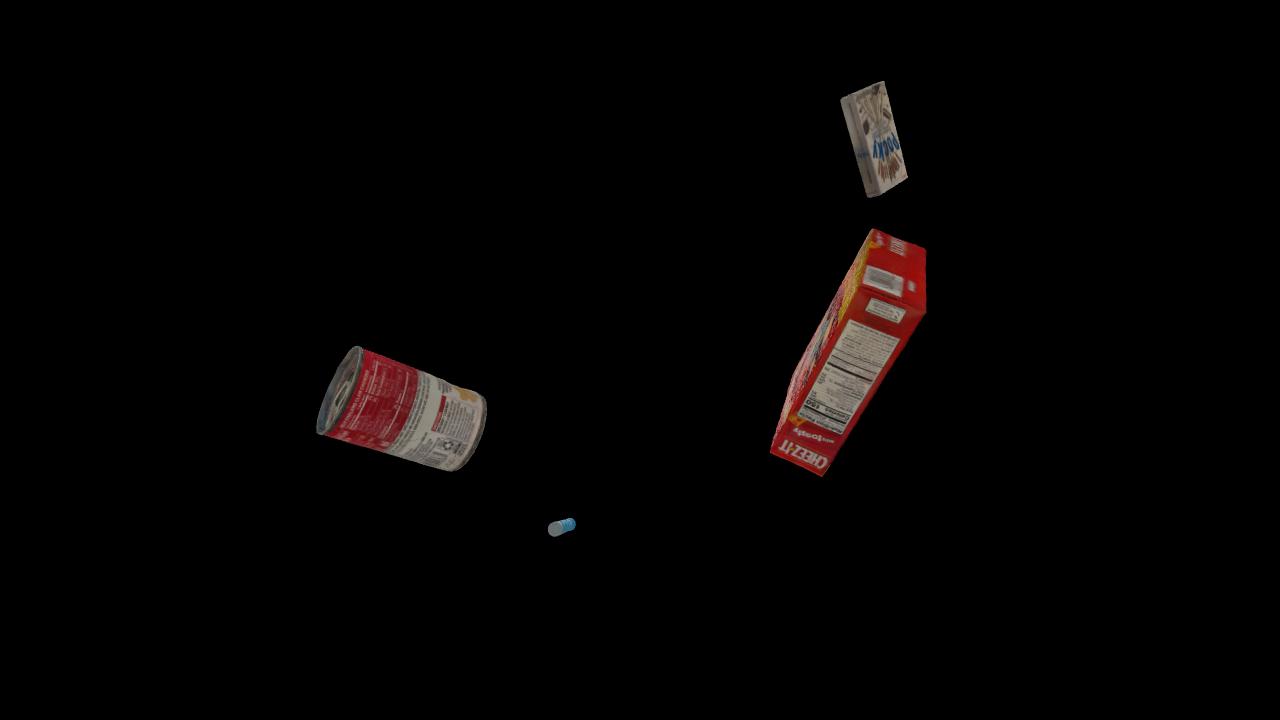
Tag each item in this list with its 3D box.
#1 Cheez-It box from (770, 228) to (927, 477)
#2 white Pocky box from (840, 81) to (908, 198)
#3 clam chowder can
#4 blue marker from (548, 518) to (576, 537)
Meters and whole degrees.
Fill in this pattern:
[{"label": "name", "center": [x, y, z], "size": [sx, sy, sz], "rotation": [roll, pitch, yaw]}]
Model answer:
[{"label": "Cheez-It box", "center": [0.222, -0.009, 0.662], "size": [0.071, 0.223, 0.166], "rotation": [25, 36, 9]}, {"label": "white Pocky box", "center": [0.358, -0.335, 0.937], "size": [0.084, 0.154, 0.028], "rotation": [-33, 19, -30]}, {"label": "clam chowder can", "center": [-0.176, 0.039, 0.462], "size": [0.102, 0.068, 0.068], "rotation": [26, -15, -34]}, {"label": "blue marker", "center": [-0.107, 0.232, 0.854], "size": [0.020, 0.020, 0.121], "rotation": [0, -12, 3]}]
